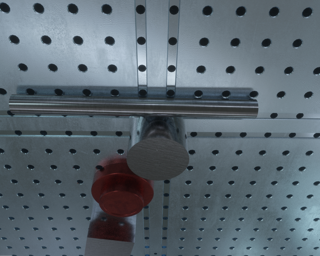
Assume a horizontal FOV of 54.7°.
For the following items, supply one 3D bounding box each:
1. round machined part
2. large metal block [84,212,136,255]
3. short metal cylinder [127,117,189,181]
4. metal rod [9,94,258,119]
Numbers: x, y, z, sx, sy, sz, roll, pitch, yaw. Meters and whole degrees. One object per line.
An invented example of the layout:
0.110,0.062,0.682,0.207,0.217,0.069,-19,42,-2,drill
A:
-0.059,0.104,0.489,0.099,0.042,0.097,0,130,0,round machined part
-0.092,0.203,0.567,0.081,0.050,0.079,10,130,-9,large metal block
-0.003,0.026,0.417,0.081,0.050,0.079,0,130,0,short metal cylinder
-0.030,-0.027,0.388,0.302,0.025,0.025,1,130,-2,metal rod
